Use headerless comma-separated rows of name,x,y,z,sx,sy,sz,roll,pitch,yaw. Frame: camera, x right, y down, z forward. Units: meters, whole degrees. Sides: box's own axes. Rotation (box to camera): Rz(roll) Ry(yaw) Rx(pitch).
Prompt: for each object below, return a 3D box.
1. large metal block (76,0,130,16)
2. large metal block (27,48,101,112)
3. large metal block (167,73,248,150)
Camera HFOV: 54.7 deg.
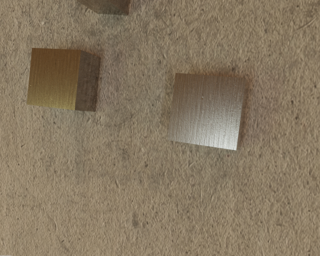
large metal block,-0.076,-0.202,0.407,0.050,0.080,0.079,11,94,20
large metal block,-0.137,-0.068,0.444,0.080,0.050,0.079,7,93,19
large metal block,0.060,-0.020,0.375,0.080,0.050,0.079,8,93,19
